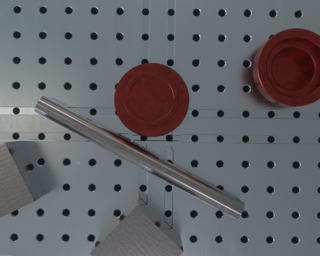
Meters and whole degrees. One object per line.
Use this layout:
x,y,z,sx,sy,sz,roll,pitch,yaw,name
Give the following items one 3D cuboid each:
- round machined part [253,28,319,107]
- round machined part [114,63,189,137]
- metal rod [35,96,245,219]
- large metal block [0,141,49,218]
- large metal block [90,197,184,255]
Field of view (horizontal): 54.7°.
0.170,-0.076,0.406,0.099,0.042,0.097,0,90,0,round machined part
-0.011,-0.037,0.405,0.099,0.042,0.097,0,90,0,round machined part
-0.026,0.039,0.413,0.301,0.025,0.025,28,90,0,metal rod
-0.206,0.071,0.399,0.080,0.050,0.080,-26,90,0,large metal block
-0.028,0.151,0.401,0.080,0.050,0.080,44,90,0,large metal block
